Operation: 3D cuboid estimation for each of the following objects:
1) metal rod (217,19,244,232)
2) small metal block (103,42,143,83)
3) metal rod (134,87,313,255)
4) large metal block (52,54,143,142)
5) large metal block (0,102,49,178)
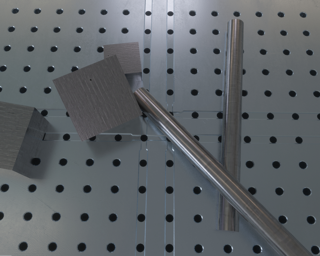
[{"bbox_3d":[0.097,-0.017,0.418,0.025,0.025,0.299,6,70,2],"label":"metal rod"},{"bbox_3d":[-0.053,-0.093,0.445,0.050,0.025,0.050,-6,70,-3],"label":"small metal block"},{"bbox_3d":[0.065,0.053,0.369,0.025,0.025,0.300,-38,66,-13],"label":"metal rod"},{"bbox_3d":[-0.078,-0.037,0.396,0.080,0.050,0.080,-25,96,-9],"label":"large metal block"},{"bbox_3d":[-0.201,0.013,0.392,0.080,0.050,0.080,10,70,3],"label":"large metal block"}]
